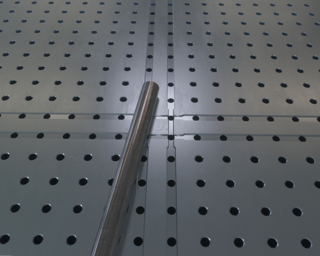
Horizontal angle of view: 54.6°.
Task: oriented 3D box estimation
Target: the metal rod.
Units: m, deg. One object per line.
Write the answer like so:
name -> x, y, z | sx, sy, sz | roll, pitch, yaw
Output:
metal rod -> -0.039, 0.053, 0.362 | 0.025, 0.025, 0.300 | 8, 50, 6
